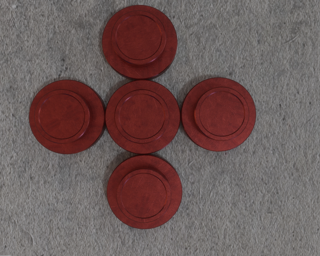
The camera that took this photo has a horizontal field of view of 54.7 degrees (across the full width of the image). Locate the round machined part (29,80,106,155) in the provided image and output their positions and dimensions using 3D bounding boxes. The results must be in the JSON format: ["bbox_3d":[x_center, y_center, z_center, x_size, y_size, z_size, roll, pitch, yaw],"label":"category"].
[{"bbox_3d":[-0.121,-0.014,0.401,0.099,0.042,0.097,0,90,-1],"label":"round machined part"}]

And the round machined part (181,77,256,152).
[{"bbox_3d":[0.077,-0.018,0.404,0.099,0.042,0.097,0,90,-1],"label":"round machined part"}]

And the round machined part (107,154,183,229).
[{"bbox_3d":[-0.020,0.083,0.402,0.099,0.042,0.097,0,90,-1],"label":"round machined part"}]

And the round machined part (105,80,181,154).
[{"bbox_3d":[-0.022,-0.014,0.402,0.099,0.042,0.097,0,90,-1],"label":"round machined part"}]

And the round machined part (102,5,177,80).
[{"bbox_3d":[-0.027,-0.112,0.402,0.099,0.042,0.097,0,90,-1],"label":"round machined part"}]
